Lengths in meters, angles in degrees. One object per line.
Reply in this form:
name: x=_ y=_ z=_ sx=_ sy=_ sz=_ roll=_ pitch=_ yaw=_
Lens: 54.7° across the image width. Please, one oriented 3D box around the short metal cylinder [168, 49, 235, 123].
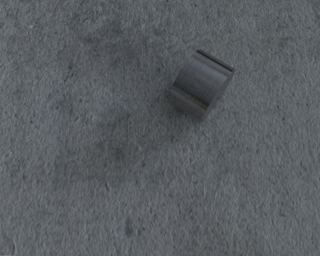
short metal cylinder: x=0.054 y=-0.054 z=0.399 sx=0.050 sy=0.080 sz=0.080 roll=33 pitch=73 yaw=11
